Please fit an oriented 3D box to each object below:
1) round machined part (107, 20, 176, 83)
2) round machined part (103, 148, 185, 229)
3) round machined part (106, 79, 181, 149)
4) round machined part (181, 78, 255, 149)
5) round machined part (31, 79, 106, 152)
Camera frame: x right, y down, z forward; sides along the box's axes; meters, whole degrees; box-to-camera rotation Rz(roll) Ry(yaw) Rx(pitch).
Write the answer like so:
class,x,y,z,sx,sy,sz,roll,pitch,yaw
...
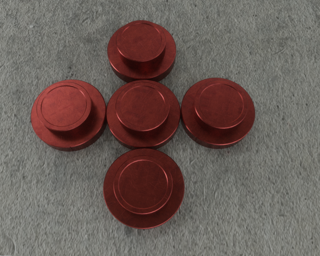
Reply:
class,x,y,z,sx,sy,sz,roll,pitch,yaw
round machined part,-0.026,-0.113,0.442,0.099,0.042,0.098,0,70,-1
round machined part,-0.019,0.071,0.374,0.099,0.042,0.098,0,70,-1
round machined part,-0.022,-0.021,0.408,0.099,0.042,0.098,0,70,-1
round machined part,0.077,-0.024,0.410,0.099,0.042,0.098,0,70,-1
round machined part,-0.120,-0.021,0.407,0.099,0.042,0.098,0,70,-1
